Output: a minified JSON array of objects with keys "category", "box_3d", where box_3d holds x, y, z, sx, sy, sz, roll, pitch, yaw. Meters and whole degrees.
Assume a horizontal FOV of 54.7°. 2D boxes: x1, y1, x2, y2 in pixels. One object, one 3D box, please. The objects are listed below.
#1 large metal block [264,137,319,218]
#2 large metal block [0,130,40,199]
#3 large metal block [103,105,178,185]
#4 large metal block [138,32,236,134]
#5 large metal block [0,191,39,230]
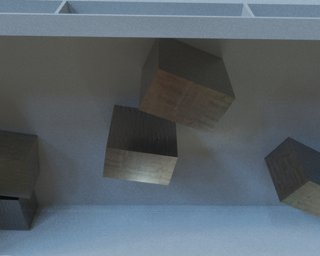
[{"category":"large metal block","box_3d":[0.204,0.070,0.434,0.080,0.080,0.050,24,126,-19]},{"category":"large metal block","box_3d":[-0.218,0.050,0.433,0.081,0.050,0.079,9,130,-8]},{"category":"large metal block","box_3d":[-0.024,0.020,0.390,0.081,0.080,0.050,9,130,-8]},{"category":"large metal block","box_3d":[0.026,-0.049,0.331,0.081,0.080,0.050,18,128,-15]},{"category":"large metal block","box_3d":[-0.247,0.116,0.489,0.081,0.050,0.079,3,130,-3]}]
